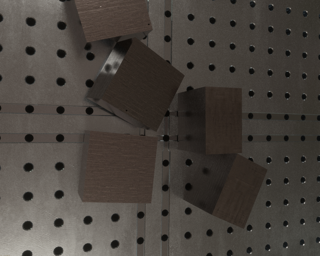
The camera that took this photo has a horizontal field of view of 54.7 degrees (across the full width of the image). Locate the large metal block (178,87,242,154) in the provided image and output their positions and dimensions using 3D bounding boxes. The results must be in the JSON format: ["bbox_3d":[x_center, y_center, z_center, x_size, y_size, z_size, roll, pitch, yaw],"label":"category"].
[{"bbox_3d":[0.063,-0.009,0.408,0.050,0.080,0.079,0,90,-20],"label":"large metal block"}]

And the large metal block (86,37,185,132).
[{"bbox_3d":[-0.029,-0.051,0.380,0.080,0.050,0.080,32,79,-31],"label":"large metal block"}]

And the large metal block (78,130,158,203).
[{"bbox_3d":[-0.053,0.046,0.381,0.081,0.050,0.080,6,88,-20],"label":"large metal block"}]

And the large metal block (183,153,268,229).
[{"bbox_3d":[0.085,0.077,0.416,0.050,0.080,0.080,28,81,-18],"label":"large metal block"}]

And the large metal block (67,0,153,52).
[{"bbox_3d":[-0.064,-0.144,0.376,0.081,0.050,0.080,-18,96,-20],"label":"large metal block"}]
